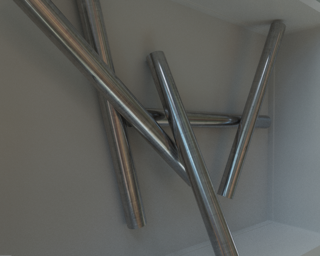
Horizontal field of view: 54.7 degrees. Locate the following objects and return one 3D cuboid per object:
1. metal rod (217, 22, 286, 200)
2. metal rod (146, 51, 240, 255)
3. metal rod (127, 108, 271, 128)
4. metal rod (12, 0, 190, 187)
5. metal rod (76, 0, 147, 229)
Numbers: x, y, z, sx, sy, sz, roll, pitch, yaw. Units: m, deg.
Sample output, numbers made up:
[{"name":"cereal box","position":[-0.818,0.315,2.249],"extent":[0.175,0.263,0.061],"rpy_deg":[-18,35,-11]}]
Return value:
[{"name":"metal rod","position":[0.149,-0.034,0.497],"extent":[0.025,0.025,0.299],"rpy_deg":[27,78,-37]},{"name":"metal rod","position":[0.040,0.042,0.366],"extent":[0.025,0.025,0.299],"rpy_deg":[-6,70,-40]},{"name":"metal rod","position":[0.079,-0.012,0.475],"extent":[0.302,0.025,0.025],"rpy_deg":[1,90,-40]},{"name":"metal rod","position":[-0.037,-0.026,0.343],"extent":[0.300,0.025,0.025],"rpy_deg":[49,61,-32]},{"name":"metal rod","position":[-0.057,-0.025,0.360],"extent":[0.025,0.025,0.298],"rpy_deg":[-19,102,-39]}]
